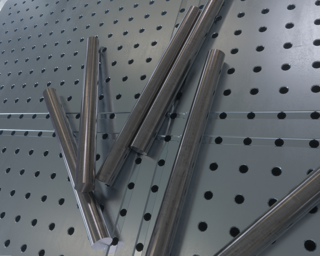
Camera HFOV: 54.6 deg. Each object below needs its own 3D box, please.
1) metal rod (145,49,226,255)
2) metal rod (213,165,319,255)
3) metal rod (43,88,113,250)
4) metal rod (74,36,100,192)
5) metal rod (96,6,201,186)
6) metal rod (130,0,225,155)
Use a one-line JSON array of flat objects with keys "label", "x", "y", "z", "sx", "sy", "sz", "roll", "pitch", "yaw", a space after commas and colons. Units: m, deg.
[{"label": "metal rod", "x": 0.033, "y": 0.030, "z": 0.372, "sx": 0.025, "sy": 0.025, "sz": 0.300, "roll": 5, "pitch": 64, "yaw": 30}, {"label": "metal rod", "x": 0.105, "y": 0.093, "z": 0.296, "sx": 0.300, "sy": 0.025, "sz": 0.025, "roll": -40, "pitch": 51, "yaw": 0}, {"label": "metal rod", "x": -0.131, "y": 0.037, "z": 0.455, "sx": 0.025, "sy": 0.025, "sz": 0.300, "roll": -36, "pitch": 51, "yaw": 4}, {"label": "metal rod", "x": -0.108, "y": -0.042, "z": 0.478, "sx": 0.025, "sy": 0.025, "sz": 0.300, "roll": -21, "pitch": 50, "yaw": 16}, {"label": "metal rod", "x": -0.009, "y": -0.057, "z": 0.448, "sx": 0.025, "sy": 0.025, "sz": 0.300, "roll": 15, "pitch": 69, "yaw": 34}, {"label": "metal rod", "x": 0.036, "y": -0.098, "z": 0.450, "sx": 0.025, "sy": 0.025, "sz": 0.300, "roll": 15, "pitch": 69, "yaw": 34}]
